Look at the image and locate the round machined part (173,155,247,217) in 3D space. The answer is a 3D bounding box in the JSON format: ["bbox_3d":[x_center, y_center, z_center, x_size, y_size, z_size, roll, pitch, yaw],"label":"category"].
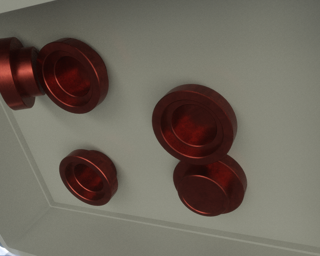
[{"bbox_3d":[0.062,0.079,0.413,0.098,0.042,0.097,13,124,21],"label":"round machined part"}]

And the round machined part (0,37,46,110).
[{"bbox_3d":[-0.187,-0.076,0.426,0.042,0.098,0.097,-10,119,-6],"label":"round machined part"}]

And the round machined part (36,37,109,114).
[{"bbox_3d":[-0.110,-0.071,0.411,0.098,0.042,0.097,13,124,20],"label":"round machined part"}]

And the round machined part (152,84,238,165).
[{"bbox_3d":[0.044,-0.007,0.370,0.098,0.042,0.097,13,124,21],"label":"round machined part"}]

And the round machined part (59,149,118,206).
[{"bbox_3d":[-0.110,0.075,0.502,0.098,0.042,0.097,13,124,21],"label":"round machined part"}]
